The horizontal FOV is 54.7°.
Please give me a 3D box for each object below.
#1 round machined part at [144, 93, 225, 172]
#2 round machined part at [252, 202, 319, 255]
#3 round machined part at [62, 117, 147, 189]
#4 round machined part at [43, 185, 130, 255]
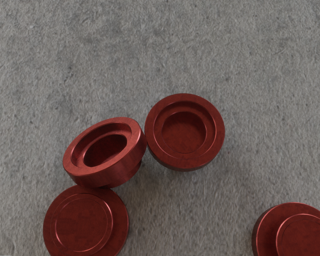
[{"bbox_3d":[0.030,0.008,0.396,0.099,0.042,0.098,0,70,-1],"label":"round machined part"},{"bbox_3d":[0.159,0.134,0.352,0.099,0.042,0.098,0,70,-1],"label":"round machined part"},{"bbox_3d":[-0.061,0.034,0.369,0.098,0.042,0.098,-16,35,12],"label":"round machined part"},{"bbox_3d":[-0.086,0.112,0.357,0.099,0.042,0.098,0,70,-1],"label":"round machined part"}]
